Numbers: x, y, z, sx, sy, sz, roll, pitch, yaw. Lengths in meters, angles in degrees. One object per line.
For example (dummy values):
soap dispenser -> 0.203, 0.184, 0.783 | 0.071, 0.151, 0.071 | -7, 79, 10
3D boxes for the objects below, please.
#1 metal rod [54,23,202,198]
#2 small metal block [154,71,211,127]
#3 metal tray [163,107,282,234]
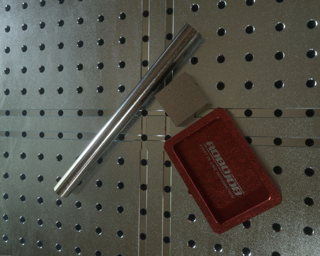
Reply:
metal rod -> -0.052, -0.016, 0.429 | 0.025, 0.025, 0.299 | 44, 103, 14
small metal block -> 0.030, -0.036, 0.402 | 0.050, 0.025, 0.050 | -38, 78, 16
metal tray -> 0.075, 0.051, 0.382 | 0.090, 0.030, 0.130 | -34, 79, 16
